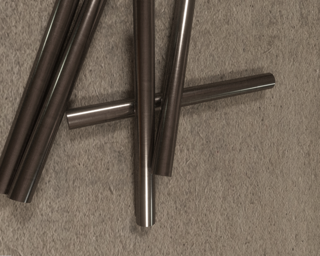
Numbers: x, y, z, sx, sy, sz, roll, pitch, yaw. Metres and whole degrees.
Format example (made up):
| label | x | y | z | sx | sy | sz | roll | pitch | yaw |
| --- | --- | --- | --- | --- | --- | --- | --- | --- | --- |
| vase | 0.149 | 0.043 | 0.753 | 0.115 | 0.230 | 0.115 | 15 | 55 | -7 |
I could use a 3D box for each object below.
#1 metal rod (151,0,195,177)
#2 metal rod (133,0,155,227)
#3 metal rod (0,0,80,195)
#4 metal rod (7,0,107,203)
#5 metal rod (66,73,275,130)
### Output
| label | x | y | z | sx | sy | sz | roll | pitch | yaw |
| --- | --- | --- | --- | --- | --- | --- | --- | --- | --- |
| metal rod | 0.023 | -0.088 | 0.398 | 0.025 | 0.025 | 0.299 | 13 | 78 | -20 |
| metal rod | -0.018 | -0.023 | 0.375 | 0.025 | 0.025 | 0.298 | -4 | 102 | -20 |
| metal rod | -0.133 | -0.072 | 0.359 | 0.025 | 0.025 | 0.299 | 19 | 84 | -20 |
| metal rod | -0.108 | -0.063 | 0.360 | 0.025 | 0.025 | 0.299 | 21 | 80 | -19 |
| metal rod | 0.028 | -0.041 | 0.420 | 0.302 | 0.025 | 0.025 | -13 | 95 | -20 |
